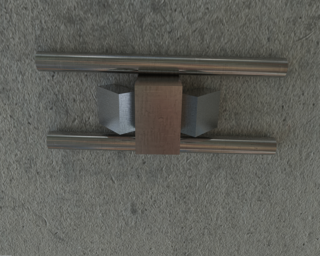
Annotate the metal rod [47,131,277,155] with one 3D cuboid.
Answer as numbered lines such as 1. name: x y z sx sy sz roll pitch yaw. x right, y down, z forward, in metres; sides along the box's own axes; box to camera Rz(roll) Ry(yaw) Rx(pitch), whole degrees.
1. metal rod: 0.003 0.020 0.418 0.302 0.025 0.025 2 110 -1

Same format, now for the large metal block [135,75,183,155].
1. large metal block: -0.002 -0.021 0.376 0.050 0.080 0.079 1 110 -1

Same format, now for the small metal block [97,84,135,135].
1. small metal block: -0.054 -0.025 0.386 0.025 0.050 0.050 -15 116 -37

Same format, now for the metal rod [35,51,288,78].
1. metal rod: 0.003 -0.078 0.382 0.302 0.025 0.025 1 110 -1

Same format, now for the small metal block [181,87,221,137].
1. small metal block: 0.050 -0.021 0.389 0.025 0.050 0.050 17 115 38
